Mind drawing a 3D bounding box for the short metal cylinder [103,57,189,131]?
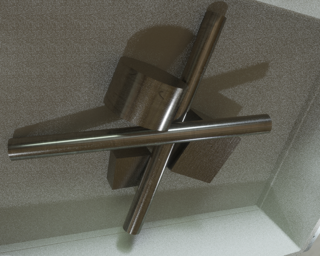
[{"bbox_3d":[-0.015,-0.039,0.342,0.081,0.080,0.050,12,112,-34],"label":"short metal cylinder"}]

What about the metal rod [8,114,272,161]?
[{"bbox_3d":[-0.014,0.009,0.363,0.302,0.025,0.025,-6,122,-10],"label":"metal rod"}]

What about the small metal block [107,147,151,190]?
[{"bbox_3d":[-0.042,0.053,0.420,0.050,0.025,0.050,-3,120,-27],"label":"small metal block"}]

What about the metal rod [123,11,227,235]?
[{"bbox_3d":[0.014,0.003,0.395,0.025,0.025,0.298,13,104,-34],"label":"metal rod"}]

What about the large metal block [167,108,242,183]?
[{"bbox_3d":[0.054,0.024,0.439,0.080,0.050,0.080,23,106,-37],"label":"large metal block"}]
